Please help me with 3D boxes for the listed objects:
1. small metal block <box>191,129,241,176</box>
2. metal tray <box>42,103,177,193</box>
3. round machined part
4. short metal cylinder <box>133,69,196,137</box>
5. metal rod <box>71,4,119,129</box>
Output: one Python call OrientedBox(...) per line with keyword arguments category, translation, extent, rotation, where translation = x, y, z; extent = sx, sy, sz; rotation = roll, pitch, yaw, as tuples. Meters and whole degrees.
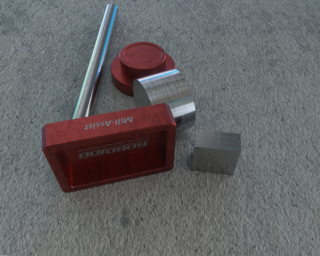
OrientedBox(category="small metal block", translation=(0.064, 0.029, 0.363), extent=(0.050, 0.050, 0.025), rotation=(6, 51, 5))
OrientedBox(category="metal tray", translation=(-0.050, 0.024, 0.340), extent=(0.131, 0.089, 0.030), rotation=(-11, 51, -10))
OrientedBox(category="round machined part", translation=(-0.026, -0.095, 0.472), extent=(0.099, 0.042, 0.098), rotation=(0, 50, 0))
OrientedBox(category="short metal cylinder", translation=(0.004, -0.030, 0.393), extent=(0.050, 0.080, 0.080), rotation=(-19, 53, -15))
OrientedBox(category="metal rod", translation=(-0.098, -0.111, 0.495), extent=(0.025, 0.025, 0.300), rotation=(2, 50, 1))
